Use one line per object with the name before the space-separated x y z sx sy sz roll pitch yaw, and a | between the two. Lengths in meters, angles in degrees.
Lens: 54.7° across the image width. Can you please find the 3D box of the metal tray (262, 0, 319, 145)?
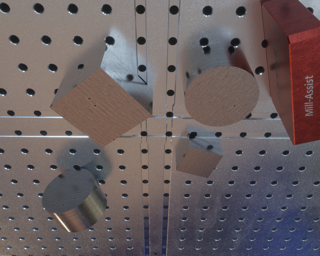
metal tray | 0.138 -0.058 0.321 0.030 0.090 0.129 -14 129 11

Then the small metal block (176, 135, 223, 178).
small metal block | 0.056 0.042 0.448 0.050 0.025 0.050 15 129 -13

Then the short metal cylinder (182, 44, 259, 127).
short metal cylinder | 0.067 -0.048 0.355 0.081 0.050 0.079 0 130 0

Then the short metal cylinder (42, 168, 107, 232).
short metal cylinder | -0.127 0.108 0.466 0.080 0.080 0.050 -12 129 9

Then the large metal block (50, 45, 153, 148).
large metal block | -0.065 -0.034 0.365 0.080 0.050 0.080 -32 123 24
